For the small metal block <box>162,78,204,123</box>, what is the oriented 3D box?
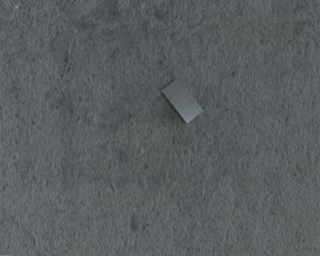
[{"bbox_3d":[0.027,-0.033,0.398,0.025,0.050,0.050,-38,90,0],"label":"small metal block"}]
